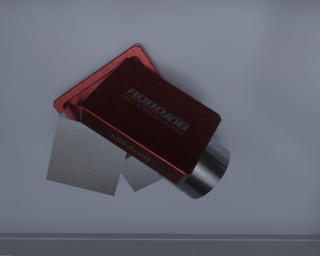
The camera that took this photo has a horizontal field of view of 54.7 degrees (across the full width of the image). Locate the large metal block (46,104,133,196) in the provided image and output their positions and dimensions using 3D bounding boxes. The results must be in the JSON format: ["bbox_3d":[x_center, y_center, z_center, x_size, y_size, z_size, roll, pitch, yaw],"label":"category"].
[{"bbox_3d":[-0.081,0.025,0.370,0.080,0.050,0.079,15,109,-6],"label":"large metal block"}]

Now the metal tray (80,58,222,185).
[{"bbox_3d":[-0.008,-0.011,0.340,0.130,0.090,0.030,33,145,3],"label":"metal tray"}]

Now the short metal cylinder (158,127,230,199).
[{"bbox_3d":[0.043,0.043,0.398,0.050,0.080,0.080,38,106,-13],"label":"short metal cylinder"}]

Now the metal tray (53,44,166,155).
[{"bbox_3d":[-0.054,-0.034,0.393,0.130,0.030,0.090,-32,107,10],"label":"metal tray"}]

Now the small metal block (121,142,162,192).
[{"bbox_3d":[-0.025,0.053,0.429,0.050,0.025,0.050,-27,108,9],"label":"small metal block"}]
